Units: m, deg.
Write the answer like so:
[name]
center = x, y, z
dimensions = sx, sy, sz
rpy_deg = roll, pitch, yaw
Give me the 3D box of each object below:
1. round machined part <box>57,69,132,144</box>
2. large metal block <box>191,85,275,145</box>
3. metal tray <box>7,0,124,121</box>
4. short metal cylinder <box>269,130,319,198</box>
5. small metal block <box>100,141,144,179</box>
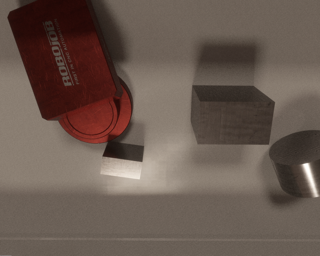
[round machined part]
center = -0.085, -0.024, 0.392
dimensions = 0.099, 0.042, 0.097
rpy_deg = 0, 110, -1
[large metal block]
center = 0.082, -0.019, 0.376
dimensions = 0.081, 0.080, 0.050
rpy_deg = 0, 110, -1
[metal tray]
center = -0.107, -0.083, 0.353
dimensions = 0.090, 0.030, 0.129
rpy_deg = -20, 89, 6
[short metal cylinder]
center = 0.190, 0.045, 0.401
dimensions = 0.080, 0.080, 0.050
rpy_deg = -23, 109, 8
[small metal block]
center = -0.049, 0.042, 0.413
dimensions = 0.050, 0.050, 0.025
rpy_deg = 9, 110, -4
